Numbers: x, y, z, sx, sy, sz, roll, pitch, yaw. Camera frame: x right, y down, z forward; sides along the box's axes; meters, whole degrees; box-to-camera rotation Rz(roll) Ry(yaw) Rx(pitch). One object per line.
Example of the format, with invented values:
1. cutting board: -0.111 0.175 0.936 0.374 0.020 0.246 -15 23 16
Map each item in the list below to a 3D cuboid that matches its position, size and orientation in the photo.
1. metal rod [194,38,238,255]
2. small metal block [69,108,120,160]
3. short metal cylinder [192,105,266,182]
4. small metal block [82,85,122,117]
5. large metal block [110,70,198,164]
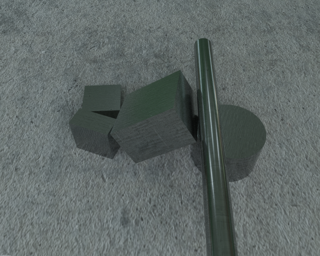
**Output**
1. metal rod: 0.055 -0.001 0.339 0.025 0.025 0.300 2 50 1
2. small metal block: -0.078 0.008 0.380 0.050 0.050 0.025 16 52 13
3. short metal cylinder: 0.081 0.018 0.373 0.081 0.050 0.080 1 50 0
4. small metal block: -0.079 -0.033 0.430 0.050 0.025 0.050 -2 50 -3
5. large metal block: -0.002 -0.014 0.366 0.080 0.050 0.080 -21 32 24
